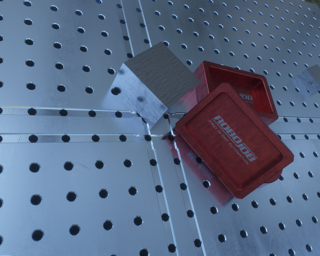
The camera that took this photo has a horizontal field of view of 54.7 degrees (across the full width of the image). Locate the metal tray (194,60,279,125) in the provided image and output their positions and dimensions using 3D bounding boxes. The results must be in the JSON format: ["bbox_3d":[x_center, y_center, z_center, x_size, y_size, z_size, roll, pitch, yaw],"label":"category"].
[{"bbox_3d":[0.123,-0.053,0.503,0.131,0.030,0.090,8,58,-24],"label":"metal tray"}]

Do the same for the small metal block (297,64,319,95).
[{"bbox_3d":[0.321,-0.101,0.642,0.050,0.025,0.050,-23,74,-36],"label":"small metal block"}]

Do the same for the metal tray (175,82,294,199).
[{"bbox_3d":[0.095,0.016,0.407,0.130,0.090,0.030,49,16,6],"label":"metal tray"}]

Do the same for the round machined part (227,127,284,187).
[{"bbox_3d":[0.142,0.034,0.453,0.099,0.042,0.098,14,56,-21],"label":"round machined part"}]

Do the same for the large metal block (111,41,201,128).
[{"bbox_3d":[-0.005,-0.061,0.427,0.080,0.050,0.080,46,51,4],"label":"large metal block"}]
